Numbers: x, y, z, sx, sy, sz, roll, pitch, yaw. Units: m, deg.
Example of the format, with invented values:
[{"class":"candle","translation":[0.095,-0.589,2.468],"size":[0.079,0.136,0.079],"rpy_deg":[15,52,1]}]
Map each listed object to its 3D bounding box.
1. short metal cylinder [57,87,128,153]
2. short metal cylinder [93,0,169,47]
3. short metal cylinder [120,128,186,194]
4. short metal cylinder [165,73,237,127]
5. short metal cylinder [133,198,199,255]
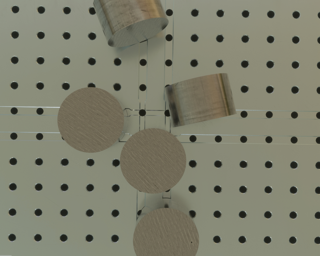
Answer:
[{"class":"short metal cylinder","translation":[-0.084,-0.010,0.400],"size":[0.081,0.050,0.079],"rpy_deg":[0,90,-1]},{"class":"short metal cylinder","translation":[-0.036,-0.141,0.385],"size":[0.080,0.080,0.050],"rpy_deg":[-21,90,0]},{"class":"short metal cylinder","translation":[-0.008,0.040,0.401],"size":[0.081,0.050,0.079],"rpy_deg":[0,90,-1]},{"class":"short metal cylinder","translation":[0.050,-0.033,0.387],"size":[0.080,0.080,0.050],"rpy_deg":[-12,90,0]},{"class":"short metal cylinder","translation":[0.007,0.137,0.401],"size":[0.081,0.050,0.079],"rpy_deg":[0,90,-1]}]
